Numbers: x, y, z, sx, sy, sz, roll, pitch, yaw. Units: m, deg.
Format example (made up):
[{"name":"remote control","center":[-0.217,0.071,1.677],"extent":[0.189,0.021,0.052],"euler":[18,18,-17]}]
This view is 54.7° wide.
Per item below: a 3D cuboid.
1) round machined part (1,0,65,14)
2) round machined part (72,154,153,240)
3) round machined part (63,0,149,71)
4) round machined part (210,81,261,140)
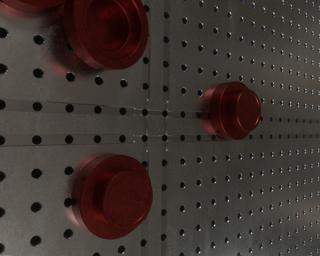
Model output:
[{"name":"round machined part","center":[-0.122,-0.165,0.297],"extent":[0.099,0.042,0.097],"euler":[0,90,-40]},{"name":"round machined part","center":[-0.047,0.080,0.360],"extent":[0.099,0.042,0.097],"euler":[0,90,-40]},{"name":"round machined part","center":[-0.062,-0.113,0.342],"extent":[0.099,0.042,0.097],"euler":[-6,98,-45]},{"name":"round machined part","center":[0.130,-0.028,0.510],"extent":[0.099,0.042,0.097],"euler":[0,90,-40]}]
